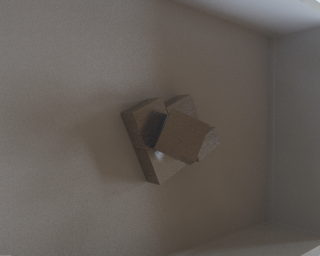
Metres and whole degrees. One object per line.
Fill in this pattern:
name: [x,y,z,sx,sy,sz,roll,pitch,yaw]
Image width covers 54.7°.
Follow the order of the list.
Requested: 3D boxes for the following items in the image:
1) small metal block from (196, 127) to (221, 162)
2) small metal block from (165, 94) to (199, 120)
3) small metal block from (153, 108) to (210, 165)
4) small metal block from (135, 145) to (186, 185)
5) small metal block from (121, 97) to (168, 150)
small metal block: [0.047,0.021,0.429,0.050,0.050,0.025,-35,112,-35]
small metal block: [0.025,-0.014,0.428,0.050,0.025,0.050,-31,110,-36]
small metal block: [0.026,0.011,0.380,0.050,0.025,0.050,24,71,-2]
small metal block: [0.001,0.039,0.408,0.050,0.025,0.050,-31,110,-36]
small metal block: [-0.015,-0.006,0.394,0.050,0.025,0.050,-31,110,-36]
